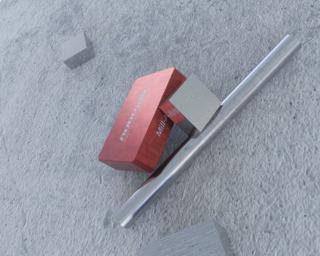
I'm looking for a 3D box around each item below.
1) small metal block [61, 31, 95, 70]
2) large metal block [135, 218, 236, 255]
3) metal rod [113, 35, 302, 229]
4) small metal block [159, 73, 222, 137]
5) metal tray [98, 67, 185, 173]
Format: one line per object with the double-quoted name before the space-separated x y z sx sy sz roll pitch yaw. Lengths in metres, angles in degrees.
"small metal block" -0.151 -0.141 0.567 0.050 0.025 0.050 -27 53 11
"large metal block" 0.032 0.141 0.284 0.080 0.050 0.080 -26 53 11
"metal rod" 0.059 0.001 0.371 0.300 0.025 0.025 -46 51 -4
"small metal block" 0.036 -0.027 0.358 0.050 0.050 0.025 -51 11 -28
"metal tray" -0.021 -0.010 0.395 0.090 0.030 0.130 -5 56 52
